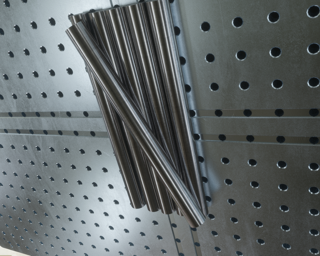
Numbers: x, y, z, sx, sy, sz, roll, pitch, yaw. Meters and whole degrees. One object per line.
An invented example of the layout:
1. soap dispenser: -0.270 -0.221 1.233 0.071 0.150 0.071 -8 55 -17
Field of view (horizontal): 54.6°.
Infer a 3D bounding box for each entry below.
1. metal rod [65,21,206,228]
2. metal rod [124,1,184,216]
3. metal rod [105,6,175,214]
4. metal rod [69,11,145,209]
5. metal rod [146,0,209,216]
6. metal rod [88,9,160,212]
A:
1. metal rod: -0.023 0.006 0.395 0.025 0.025 0.299 -21 107 36
2. metal rod: 0.005 -0.006 0.406 0.025 0.025 0.298 1 119 28
3. metal rod: -0.018 -0.006 0.417 0.025 0.025 0.298 1 119 28
4. metal rod: -0.066 -0.008 0.441 0.025 0.025 0.298 1 119 28
5. metal rod: 0.028 -0.006 0.394 0.025 0.025 0.298 1 119 28
6. metal rod: -0.040 -0.006 0.428 0.025 0.025 0.298 1 119 28
